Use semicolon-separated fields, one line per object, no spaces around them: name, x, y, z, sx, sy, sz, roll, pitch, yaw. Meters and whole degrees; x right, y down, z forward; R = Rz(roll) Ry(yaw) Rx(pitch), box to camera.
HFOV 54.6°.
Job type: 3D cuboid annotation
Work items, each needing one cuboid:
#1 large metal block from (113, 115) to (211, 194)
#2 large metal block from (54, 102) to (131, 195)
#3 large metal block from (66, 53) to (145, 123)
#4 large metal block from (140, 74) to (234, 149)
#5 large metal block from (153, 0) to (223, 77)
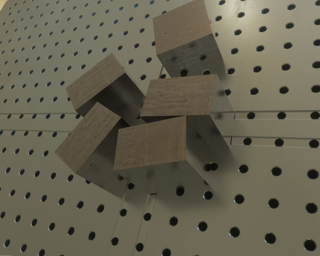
large metal block;0.006;0.034;0.350;0.080;0.080;0.050;-11;57;22
large metal block;-0.069;0.027;0.393;0.050;0.080;0.080;32;80;38
large metal block;-0.070;-0.043;0.437;0.080;0.080;0.050;-37;51;4
large metal block;0.036;-0.016;0.365;0.080;0.080;0.050;0;62;28
large metal block;0.039;-0.132;0.454;0.080;0.050;0.080;-18;55;18
